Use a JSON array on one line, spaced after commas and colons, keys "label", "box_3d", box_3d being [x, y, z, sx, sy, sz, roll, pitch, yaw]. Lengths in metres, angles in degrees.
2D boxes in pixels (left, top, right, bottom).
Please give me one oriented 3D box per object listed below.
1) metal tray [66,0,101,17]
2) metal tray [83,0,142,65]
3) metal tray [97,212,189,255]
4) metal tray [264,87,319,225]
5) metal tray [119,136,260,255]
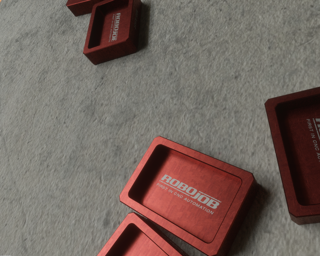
[{"label": "metal tray", "box_3d": [-0.136, -0.300, 0.653, 0.090, 0.030, 0.130, -1, 61, 27]}, {"label": "metal tray", "box_3d": [-0.082, -0.181, 0.552, 0.090, 0.030, 0.130, -11, 57, 21]}, {"label": "metal tray", "box_3d": [-0.008, 0.158, 0.306, 0.130, 0.030, 0.090, 30, 78, 37]}, {"label": "metal tray", "box_3d": [0.161, 0.021, 0.302, 0.090, 0.030, 0.130, -13, 56, 20]}, {"label": "metal tray", "box_3d": [0.029, 0.071, 0.341, 0.130, 0.030, 0.090, 21, 73, 35]}]
